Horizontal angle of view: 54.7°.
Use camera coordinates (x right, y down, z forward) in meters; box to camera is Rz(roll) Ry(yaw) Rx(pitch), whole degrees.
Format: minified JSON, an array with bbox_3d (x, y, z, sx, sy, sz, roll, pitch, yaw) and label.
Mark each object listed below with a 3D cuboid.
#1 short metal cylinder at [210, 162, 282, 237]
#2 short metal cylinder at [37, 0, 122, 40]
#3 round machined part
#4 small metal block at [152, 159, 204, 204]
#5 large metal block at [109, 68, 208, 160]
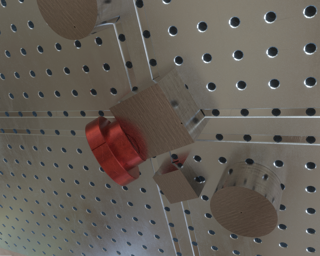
[{"bbox_3d":[0.110,0.090,0.392,0.080,0.050,0.079,13,124,20],"label":"short metal cylinder"},{"bbox_3d":[-0.091,-0.146,0.351,0.080,0.050,0.079,13,124,20],"label":"short metal cylinder"},{"bbox_3d":[-0.053,0.025,0.416,0.042,0.098,0.098,-32,103,6],"label":"round machined part"},{"bbox_3d":[0.026,0.077,0.444,0.050,0.025,0.050,-23,106,36],"label":"small metal block"},{"bbox_3d":[-0.001,-0.016,0.385,0.080,0.050,0.080,-23,106,36],"label":"large metal block"}]
